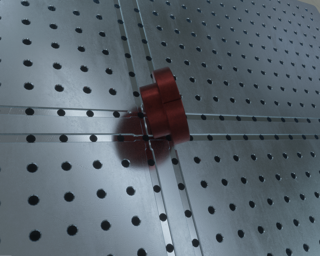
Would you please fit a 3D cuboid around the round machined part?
[{"bbox_3d":[0.003,-0.024,0.391,0.042,0.098,0.098,-16,67,-1],"label":"round machined part"}]
